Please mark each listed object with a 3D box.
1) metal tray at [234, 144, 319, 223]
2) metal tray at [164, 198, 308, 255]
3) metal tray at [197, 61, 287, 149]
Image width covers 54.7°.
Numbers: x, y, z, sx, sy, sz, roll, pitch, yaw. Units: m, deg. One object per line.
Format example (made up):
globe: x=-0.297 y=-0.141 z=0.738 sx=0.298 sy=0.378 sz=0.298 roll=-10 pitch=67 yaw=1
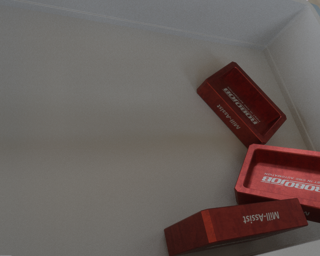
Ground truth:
metal tray: x=0.173 y=0.069 z=0.400 sx=0.130 sy=0.030 sz=0.090 roll=7 pitch=44 yaw=28
metal tray: x=0.082 y=0.109 z=0.340 sx=0.131 sy=0.090 sz=0.030 roll=1 pitch=61 yaw=-28
metal tray: x=0.132 y=-0.038 z=0.495 sx=0.130 sy=0.030 sz=0.091 roll=49 pitch=51 yaw=6
